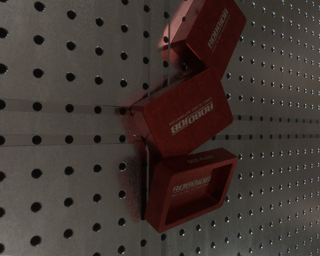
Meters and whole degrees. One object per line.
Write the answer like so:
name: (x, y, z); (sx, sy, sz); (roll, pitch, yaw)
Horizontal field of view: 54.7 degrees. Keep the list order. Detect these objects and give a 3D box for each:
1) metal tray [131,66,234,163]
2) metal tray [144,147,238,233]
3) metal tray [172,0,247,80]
metal tray: (0.035, -0.018, 0.424); (0.131, 0.030, 0.090); (-33, 111, -25)
metal tray: (0.045, 0.081, 0.423); (0.131, 0.030, 0.089); (-8, 120, -40)
metal tray: (0.079, -0.148, 0.475); (0.090, 0.030, 0.130); (40, 66, -33)
